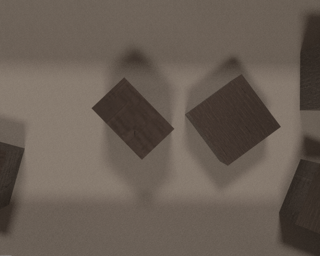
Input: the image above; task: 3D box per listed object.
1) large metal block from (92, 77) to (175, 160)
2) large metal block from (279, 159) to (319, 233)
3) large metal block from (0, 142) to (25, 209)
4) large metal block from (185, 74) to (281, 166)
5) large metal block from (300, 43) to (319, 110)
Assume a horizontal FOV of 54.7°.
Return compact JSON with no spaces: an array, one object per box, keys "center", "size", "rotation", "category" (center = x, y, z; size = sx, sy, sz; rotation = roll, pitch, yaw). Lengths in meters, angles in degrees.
[{"center":[-0.030,-0.011,0.384],"size":[0.050,0.080,0.080],"rotation":[-44,91,0],"category":"large metal block"},{"center":[0.217,0.095,0.402],"size":[0.080,0.050,0.080],"rotation":[22,90,-1],"category":"large metal block"},{"center":[-0.234,0.056,0.396],"size":[0.080,0.050,0.080],"rotation":[15,90,-1],"category":"large metal block"},{"center":[0.091,-0.010,0.400],"size":[0.080,0.050,0.080],"rotation":[-36,90,0],"category":"large metal block"},{"center":[0.218,-0.064,0.387],"size":[0.050,0.080,0.079],"rotation":[0,90,0],"category":"large metal block"}]
